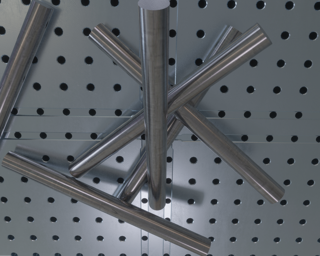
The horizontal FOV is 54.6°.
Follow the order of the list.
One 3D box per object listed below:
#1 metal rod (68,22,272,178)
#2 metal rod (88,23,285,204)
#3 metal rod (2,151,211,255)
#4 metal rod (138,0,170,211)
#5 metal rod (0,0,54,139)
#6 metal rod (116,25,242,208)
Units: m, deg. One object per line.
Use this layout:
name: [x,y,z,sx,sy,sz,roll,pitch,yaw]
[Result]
metal rod: [-0.009,-0.015,0.364,0.299,0.025,0.025,-34,107,29]
metal rod: [0.035,-0.015,0.379,0.300,0.025,0.025,42,105,-3]
metal rod: [-0.073,0.104,0.426,0.301,0.025,0.025,24,109,1]
metal rod: [-0.004,0.006,0.349,0.025,0.025,0.298,0,136,0]
metal rod: [-0.208,-0.021,0.403,0.025,0.025,0.299,28,108,-10]
metal rod: [0.013,0.003,0.414,0.025,0.025,0.299,30,107,-11]
